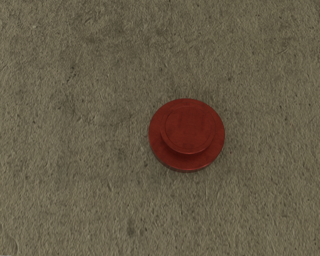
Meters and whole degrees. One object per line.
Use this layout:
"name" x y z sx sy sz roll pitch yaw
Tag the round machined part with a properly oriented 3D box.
"round machined part" 0.035 0.006 0.397 0.099 0.042 0.098 0 70 0
